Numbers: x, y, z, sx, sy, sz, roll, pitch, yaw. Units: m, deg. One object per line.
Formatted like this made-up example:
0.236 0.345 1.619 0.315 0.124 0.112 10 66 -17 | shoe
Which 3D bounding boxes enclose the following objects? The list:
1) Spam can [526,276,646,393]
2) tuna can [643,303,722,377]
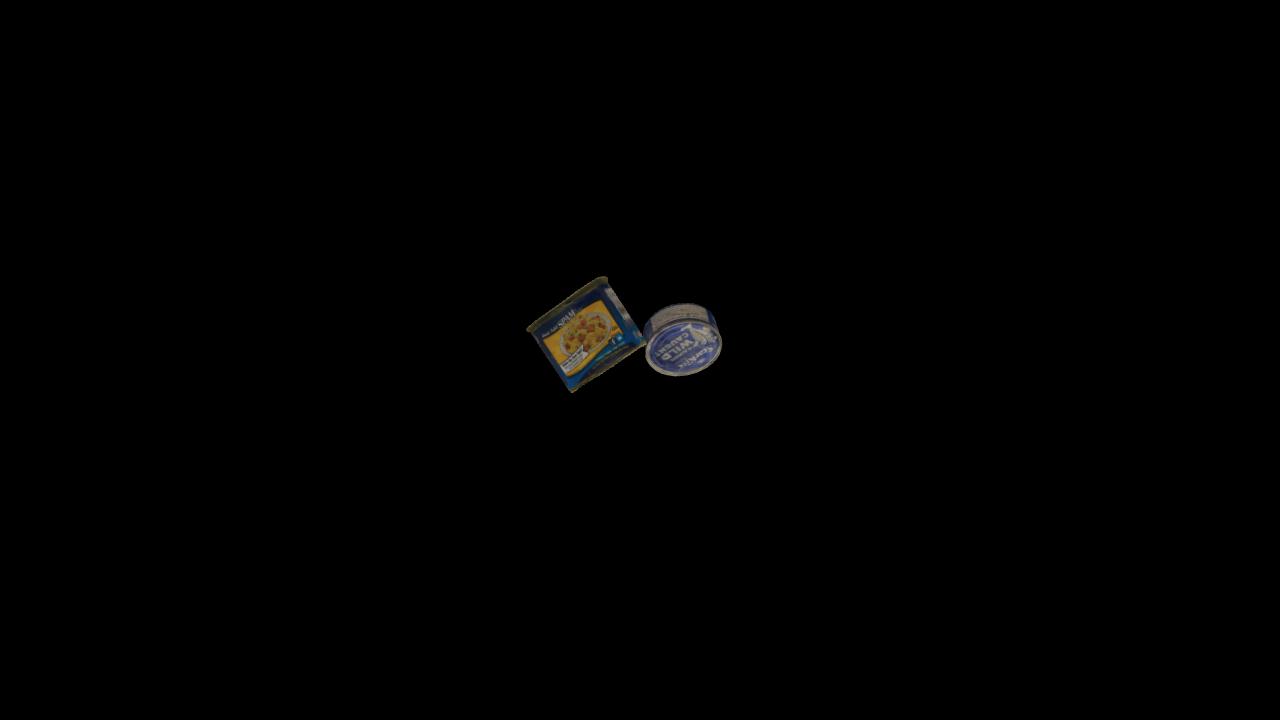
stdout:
-0.056 -0.026 0.657 0.101 0.085 0.058 -33 1 17 | Spam can
0.046 -0.022 0.673 0.084 0.034 0.084 -5 -44 -5 | tuna can
